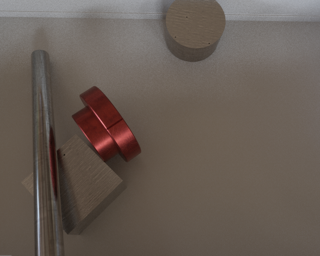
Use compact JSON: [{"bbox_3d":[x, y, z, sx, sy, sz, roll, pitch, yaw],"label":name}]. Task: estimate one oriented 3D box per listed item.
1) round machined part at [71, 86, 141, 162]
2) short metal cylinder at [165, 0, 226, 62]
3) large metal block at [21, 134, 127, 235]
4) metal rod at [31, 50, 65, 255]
[{"bbox_3d":[-0.068,0.002,0.369,0.042,0.098,0.098,-36,74,-12],"label":"round machined part"},{"bbox_3d":[0.048,-0.141,0.441,0.081,0.050,0.080,0,81,0],"label":"short metal cylinder"},{"bbox_3d":[-0.099,0.068,0.370,0.080,0.050,0.080,42,75,13],"label":"large metal block"},{"bbox_3d":[-0.134,0.011,0.357,0.025,0.025,0.299,-15,53,-6],"label":"metal rod"}]
